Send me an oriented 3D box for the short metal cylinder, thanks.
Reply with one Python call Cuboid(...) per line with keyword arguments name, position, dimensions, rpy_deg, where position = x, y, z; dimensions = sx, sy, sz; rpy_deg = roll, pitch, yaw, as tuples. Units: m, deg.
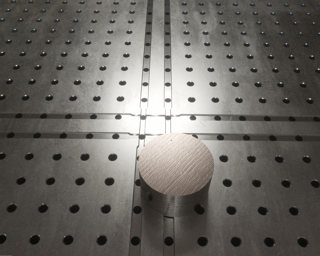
Cuboid(name="short metal cylinder", position=(0.017, 0.052, 0.348), dimensions=(0.081, 0.050, 0.080), rpy_deg=(0, 50, 0))
